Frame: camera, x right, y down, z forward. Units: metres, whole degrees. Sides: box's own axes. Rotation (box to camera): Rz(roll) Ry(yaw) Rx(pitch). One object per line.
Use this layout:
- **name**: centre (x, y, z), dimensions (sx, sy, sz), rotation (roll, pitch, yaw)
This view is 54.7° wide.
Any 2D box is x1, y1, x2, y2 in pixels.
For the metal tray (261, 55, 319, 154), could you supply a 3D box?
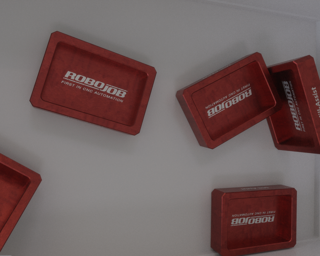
- **metal tray**: centre (0.191, -0.031, 0.445), dimensions (0.030, 0.090, 0.129), rotation (-22, 98, -19)

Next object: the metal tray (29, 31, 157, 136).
- **metal tray**: centre (-0.078, -0.050, 0.378), dimensions (0.131, 0.030, 0.090), rotation (17, 84, -19)

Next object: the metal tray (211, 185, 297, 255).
- **metal tray**: centre (0.141, 0.134, 0.459), dimensions (0.131, 0.030, 0.089), rotation (1, 90, -20)

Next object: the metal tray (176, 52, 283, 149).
- **metal tray**: centre (0.099, -0.039, 0.437), dimensions (0.131, 0.030, 0.090), rotation (-29, 100, -13)

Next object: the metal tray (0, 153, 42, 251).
- **metal tray**: centre (-0.187, 0.082, 0.299), dimensions (0.090, 0.030, 0.130), rotation (35, 41, -18)
